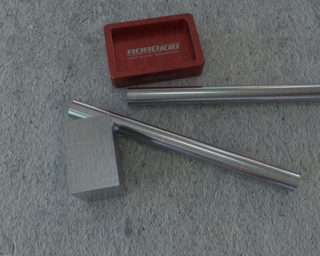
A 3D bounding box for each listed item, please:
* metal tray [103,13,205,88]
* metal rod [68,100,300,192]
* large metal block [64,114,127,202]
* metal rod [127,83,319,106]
[{"bbox_3d":[-0.010,-0.112,0.446,0.131,0.030,0.090,-9,70,-4],"label":"metal tray"},{"bbox_3d":[0.026,0.021,0.400,0.301,0.025,0.025,18,71,6],"label":"metal rod"},{"bbox_3d":[-0.073,0.039,0.364,0.050,0.080,0.080,-10,71,-4],"label":"large metal block"},{"bbox_3d":[0.107,-0.046,0.426,0.302,0.025,0.025,-1,70,-1],"label":"metal rod"}]
